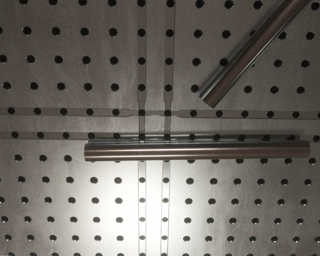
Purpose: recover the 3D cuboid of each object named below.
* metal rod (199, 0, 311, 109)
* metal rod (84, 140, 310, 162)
[{"bbox_3d":[0.154,-0.143,0.362,0.025,0.025,0.299,37,106,-13],"label":"metal rod"},{"bbox_3d":[0.050,0.031,0.425,0.302,0.025,0.025,-1,110,0],"label":"metal rod"}]
